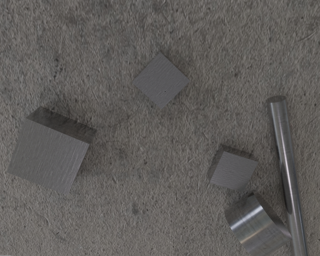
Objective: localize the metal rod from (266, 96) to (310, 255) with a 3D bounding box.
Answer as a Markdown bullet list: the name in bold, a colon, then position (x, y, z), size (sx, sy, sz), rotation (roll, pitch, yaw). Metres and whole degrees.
- **metal rod**: position (0.190, 0.097, 0.447), size (0.025, 0.025, 0.298), rotation (-15, 110, 5)

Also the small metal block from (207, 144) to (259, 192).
- **small metal block**: position (0.100, 0.056, 0.431), size (0.050, 0.025, 0.050), rotation (18, 109, -7)

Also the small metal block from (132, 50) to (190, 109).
- **small metal block**: position (0.001, -0.061, 0.388), size (0.050, 0.025, 0.050), rotation (42, 105, -14)

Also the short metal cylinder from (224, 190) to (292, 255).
- **short metal cylinder**: position (0.135, 0.133, 0.431), size (0.050, 0.080, 0.080), rotation (-41, 105, 13)

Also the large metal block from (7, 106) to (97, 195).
- **large metal block**: position (-0.139, 0.029, 0.406), size (0.080, 0.050, 0.080), rotation (24, 108, -9)
